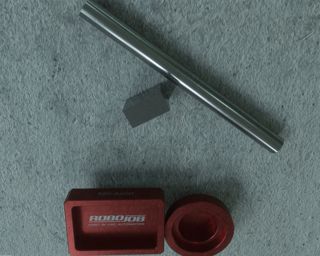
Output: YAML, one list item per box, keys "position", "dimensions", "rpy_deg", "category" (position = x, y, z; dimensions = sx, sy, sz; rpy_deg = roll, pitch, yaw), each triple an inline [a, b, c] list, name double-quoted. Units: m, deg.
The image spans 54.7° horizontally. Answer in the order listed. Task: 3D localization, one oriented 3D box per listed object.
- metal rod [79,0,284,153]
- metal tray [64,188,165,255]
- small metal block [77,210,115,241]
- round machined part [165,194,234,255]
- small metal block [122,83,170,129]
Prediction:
- position: [0.036, -0.058, 0.388]
  dimensions: [0.301, 0.025, 0.025]
  rpy_deg: [34, 106, -12]
  category: "metal rod"
- position: [-0.060, 0.130, 0.428]
  dimensions: [0.131, 0.030, 0.089]
  rpy_deg: [0, 109, -3]
  category: "metal tray"
- position: [-0.094, 0.140, 0.460]
  dimensions: [0.050, 0.025, 0.050]
  rpy_deg: [-17, 110, 6]
  category: "small metal block"
- position: [0.055, 0.137, 0.452]
  dimensions: [0.099, 0.042, 0.097]
  rpy_deg: [0, 110, -1]
  category: "round machined part"
- position: [-0.016, -0.029, 0.386]
  dimensions: [0.050, 0.050, 0.025]
  rpy_deg: [-25, 108, 8]
  category: "small metal block"
